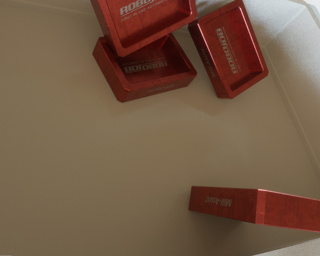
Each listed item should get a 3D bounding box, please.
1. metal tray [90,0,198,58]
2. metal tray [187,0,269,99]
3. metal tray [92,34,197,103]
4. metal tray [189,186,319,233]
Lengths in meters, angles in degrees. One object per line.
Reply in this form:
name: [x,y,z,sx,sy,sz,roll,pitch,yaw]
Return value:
metal tray: [-0.017,-0.161,0.403,0.131,0.090,0.030,-32,43,-15]
metal tray: [0.109,-0.121,0.485,0.091,0.030,0.129,-33,108,-19]
metal tray: [-0.019,-0.094,0.450,0.131,0.030,0.090,-19,72,-35]
metal tray: [0.102,0.087,0.340,0.091,0.130,0.030,13,76,-21]
